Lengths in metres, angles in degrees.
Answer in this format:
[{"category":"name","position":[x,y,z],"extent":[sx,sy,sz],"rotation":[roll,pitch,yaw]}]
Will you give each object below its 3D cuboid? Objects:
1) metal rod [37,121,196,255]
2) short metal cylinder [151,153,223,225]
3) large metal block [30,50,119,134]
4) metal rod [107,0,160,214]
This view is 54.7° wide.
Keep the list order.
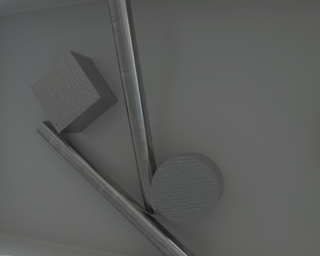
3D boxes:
[{"category":"metal rod","position":[-0.066,0.084,0.416],"extent":[0.300,0.025,0.025],"rotation":[38,102,22]},{"category":"short metal cylinder","position":[0.035,0.072,0.383],"extent":[0.080,0.050,0.079],"rotation":[0,90,17]},{"category":"large metal block","position":[-0.120,-0.048,0.438],"extent":[0.080,0.050,0.080],"rotation":[-38,78,16]},{"category":"metal rod","position":[-0.030,-0.033,0.373],"extent":[0.025,0.025,0.298],"rotation":[-3,107,19]}]
